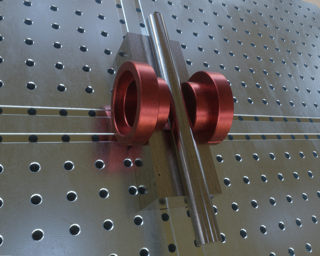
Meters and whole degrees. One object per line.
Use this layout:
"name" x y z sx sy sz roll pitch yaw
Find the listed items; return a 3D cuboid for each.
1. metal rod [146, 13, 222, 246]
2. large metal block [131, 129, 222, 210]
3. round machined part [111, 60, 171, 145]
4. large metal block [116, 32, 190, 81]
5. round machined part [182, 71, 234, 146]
"metal rod" 0.021 -0.019 0.367 0.025 0.025 0.299 3 61 -27
"large metal block" 0.017 0.049 0.371 0.081 0.050 0.080 3 61 -27
"round machined part" -0.022 -0.028 0.365 0.042 0.097 0.098 2 61 -27
"large metal block" -0.011 -0.081 0.435 0.081 0.050 0.080 2 61 -27
"round machined part" 0.049 -0.025 0.403 0.042 0.097 0.098 -1 62 -23
